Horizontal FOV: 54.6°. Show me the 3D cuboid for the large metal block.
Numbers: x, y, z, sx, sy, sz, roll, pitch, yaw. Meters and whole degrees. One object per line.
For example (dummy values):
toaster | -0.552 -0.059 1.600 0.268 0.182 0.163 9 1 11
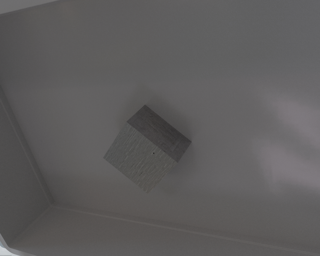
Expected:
large metal block | -0.018 0.030 0.421 0.080 0.050 0.080 39 129 2
